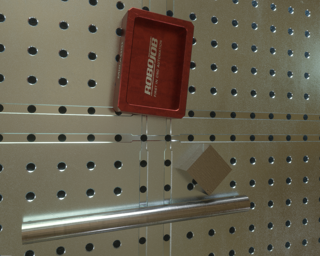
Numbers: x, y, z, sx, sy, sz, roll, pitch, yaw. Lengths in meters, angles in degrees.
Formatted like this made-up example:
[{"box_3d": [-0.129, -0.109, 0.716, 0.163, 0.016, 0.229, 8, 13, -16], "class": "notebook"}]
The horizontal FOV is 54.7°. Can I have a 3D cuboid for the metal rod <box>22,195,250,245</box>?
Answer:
[{"box_3d": [-0.015, 0.116, 0.407, 0.303, 0.025, 0.025, -2, 91, -20], "class": "metal rod"}]

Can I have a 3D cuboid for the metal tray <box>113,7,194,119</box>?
[{"box_3d": [-0.008, -0.081, 0.406, 0.091, 0.030, 0.129, 7, 88, -20], "class": "metal tray"}]

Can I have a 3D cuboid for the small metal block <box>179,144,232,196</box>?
[{"box_3d": [0.064, 0.058, 0.436, 0.050, 0.025, 0.050, -45, 104, -14], "class": "small metal block"}]
